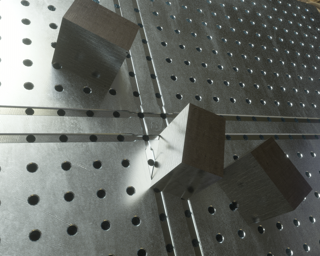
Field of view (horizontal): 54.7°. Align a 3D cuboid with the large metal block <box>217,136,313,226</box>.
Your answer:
[{"bbox_3d":[0.130,0.070,0.402,0.050,0.080,0.080,-27,77,-37],"label":"large metal block"}]

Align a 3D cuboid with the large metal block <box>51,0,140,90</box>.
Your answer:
[{"bbox_3d":[-0.083,-0.106,0.394,0.080,0.080,0.050,25,53,-13],"label":"large metal block"}]

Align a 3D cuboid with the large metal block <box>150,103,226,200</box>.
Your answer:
[{"bbox_3d":[0.034,0.030,0.374,0.050,0.080,0.080,22,53,-16],"label":"large metal block"}]
